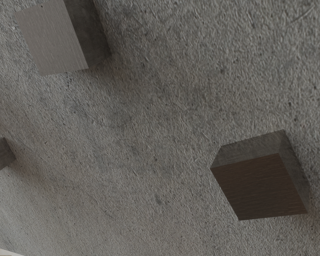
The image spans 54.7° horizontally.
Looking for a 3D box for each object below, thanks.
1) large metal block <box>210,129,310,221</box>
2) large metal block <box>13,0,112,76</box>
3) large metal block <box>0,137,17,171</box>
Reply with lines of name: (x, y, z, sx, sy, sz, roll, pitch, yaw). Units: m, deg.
large metal block: (0.118, 0.057, 0.363, 0.080, 0.050, 0.080, -20, 108, 35)
large metal block: (-0.118, -0.115, 0.382, 0.080, 0.050, 0.080, -2, 117, 29)
large metal block: (-0.341, 0.061, 0.589, 0.080, 0.080, 0.050, -4, 116, 30)
